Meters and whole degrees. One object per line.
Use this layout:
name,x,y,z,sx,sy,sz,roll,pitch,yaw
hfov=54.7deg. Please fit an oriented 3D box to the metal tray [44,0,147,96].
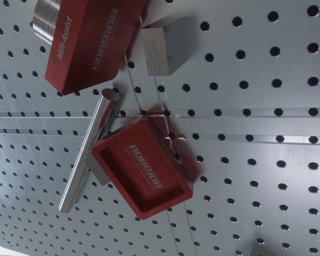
metal tray,-0.069,-0.103,0.337,0.030,0.091,0.129,41,129,14

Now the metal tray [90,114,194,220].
metal tray,-0.023,0.057,0.435,0.090,0.030,0.130,-30,103,16

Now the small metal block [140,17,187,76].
small metal block,0.006,-0.089,0.337,0.025,0.050,0.050,5,121,26

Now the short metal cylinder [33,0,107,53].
short metal cylinder,-0.094,-0.122,0.350,0.050,0.080,0.079,34,129,5

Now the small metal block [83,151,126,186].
small metal block,-0.079,0.051,0.469,0.050,0.025,0.050,-31,104,1

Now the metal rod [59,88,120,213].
metal rod,-0.126,0.055,0.511,0.025,0.025,0.298,35,129,5
